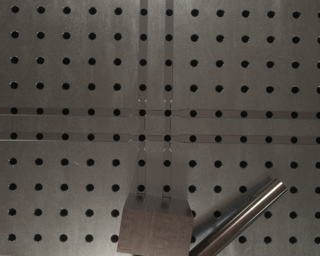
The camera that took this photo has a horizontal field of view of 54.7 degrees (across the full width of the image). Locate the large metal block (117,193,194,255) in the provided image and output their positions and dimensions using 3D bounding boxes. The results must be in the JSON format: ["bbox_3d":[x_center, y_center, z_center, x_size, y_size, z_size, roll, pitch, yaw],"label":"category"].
[{"bbox_3d":[-0.005,0.119,0.386,0.081,0.080,0.050,8,90,-1],"label":"large metal block"}]

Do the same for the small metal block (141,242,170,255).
[{"bbox_3d":[-0.005,0.192,0.414,0.050,0.025,0.050,-40,91,0],"label":"small metal block"}]

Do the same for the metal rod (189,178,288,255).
[{"bbox_3d":[0.044,0.168,0.393,0.301,0.025,0.025,-38,90,-9],"label":"metal rod"}]
